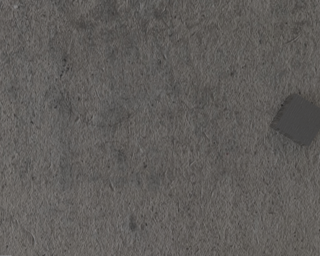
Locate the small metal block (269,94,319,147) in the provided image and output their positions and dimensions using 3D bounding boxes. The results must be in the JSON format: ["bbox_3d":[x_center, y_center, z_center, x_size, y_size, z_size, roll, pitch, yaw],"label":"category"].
[{"bbox_3d":[0.184,-0.010,0.412,0.050,0.025,0.050,31,90,0],"label":"small metal block"}]
